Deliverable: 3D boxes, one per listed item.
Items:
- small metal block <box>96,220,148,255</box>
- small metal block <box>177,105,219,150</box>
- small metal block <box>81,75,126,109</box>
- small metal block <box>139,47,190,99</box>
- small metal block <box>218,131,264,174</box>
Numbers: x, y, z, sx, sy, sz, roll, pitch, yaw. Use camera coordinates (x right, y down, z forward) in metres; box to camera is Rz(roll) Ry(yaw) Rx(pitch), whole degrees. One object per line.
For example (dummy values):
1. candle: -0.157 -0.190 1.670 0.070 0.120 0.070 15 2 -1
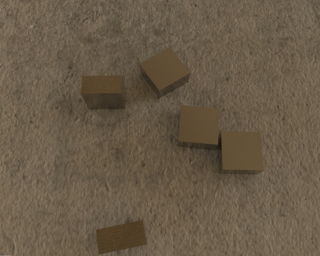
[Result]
1. small metal block: -0.041 0.123 0.349 0.050 0.050 0.025 -11 71 -4
2. small metal block: 0.050 0.000 0.409 0.050 0.025 0.050 5 70 1
3. small metal block: -0.073 -0.046 0.411 0.050 0.050 0.025 -1 70 -1
4. small metal block: 0.006 -0.078 0.437 0.050 0.025 0.050 -32 73 -11
5. small metal block: 0.102 0.032 0.398 0.050 0.025 0.050 2 70 0
